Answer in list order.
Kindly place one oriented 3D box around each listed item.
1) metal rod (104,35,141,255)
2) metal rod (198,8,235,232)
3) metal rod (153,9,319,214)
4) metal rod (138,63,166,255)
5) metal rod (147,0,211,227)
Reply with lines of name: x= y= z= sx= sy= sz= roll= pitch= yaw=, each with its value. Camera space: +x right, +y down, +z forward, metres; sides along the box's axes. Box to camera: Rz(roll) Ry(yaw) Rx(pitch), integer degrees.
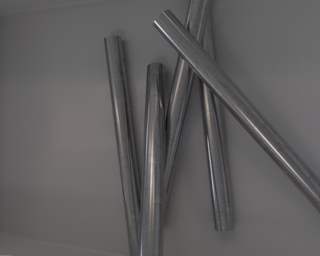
metal rod: x=-0.047 y=0.023 z=0.427 sx=0.025 sy=0.025 sz=0.298 roll=-8 pitch=87 yaw=20
metal rod: x=0.064 y=-0.024 z=0.387 sx=0.025 sy=0.025 sz=0.298 roll=-7 pitch=88 yaw=20
metal rod: x=0.100 y=-0.011 z=0.345 sx=0.025 sy=0.025 sz=0.300 roll=-42 pitch=88 yaw=15
metal rod: x=-0.008 y=0.054 z=0.348 sx=0.025 sy=0.025 sz=0.299 roll=-9 pitch=62 yaw=20
metal rod: x=0.019 y=-0.009 z=0.388 sx=0.025 sy=0.025 sz=0.298 roll=15 pitch=101 yaw=19
